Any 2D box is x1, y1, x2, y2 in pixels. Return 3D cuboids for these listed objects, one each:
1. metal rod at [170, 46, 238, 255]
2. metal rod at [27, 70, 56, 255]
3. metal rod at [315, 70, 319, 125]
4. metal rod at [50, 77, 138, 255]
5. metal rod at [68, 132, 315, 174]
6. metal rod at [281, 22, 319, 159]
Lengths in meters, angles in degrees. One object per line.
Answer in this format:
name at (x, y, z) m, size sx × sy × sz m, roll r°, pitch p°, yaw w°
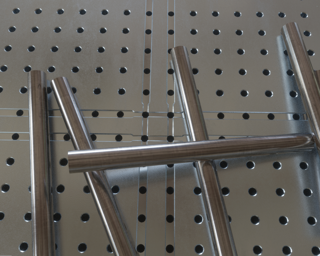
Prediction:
metal rod at (0.054, 0.026, 0.402) m, size 0.025 × 0.025 × 0.299 m, roll -10°, pitch 70°, yaw -3°
metal rod at (-0.149, 0.063, 0.387) m, size 0.025 × 0.025 × 0.299 m, roll -9°, pitch 70°, yaw -3°
metal rod at (0.222, 0.064, 0.389) m, size 0.025 × 0.025 × 0.299 m, roll 2°, pitch 70°, yaw 1°
metal rod at (-0.079, 0.064, 0.388) m, size 0.025 × 0.025 × 0.299 m, roll -23°, pitch 72°, yaw -8°
metal rod at (0.048, 0.028, 0.372) m, size 0.302 × 0.025 × 0.025 m, roll -4°, pitch 70°, yaw -14°
metal rod at (0.204, -0.017, 0.401) m, size 0.025 × 0.025 × 0.299 m, roll -3°, pitch 64°, yaw -1°
